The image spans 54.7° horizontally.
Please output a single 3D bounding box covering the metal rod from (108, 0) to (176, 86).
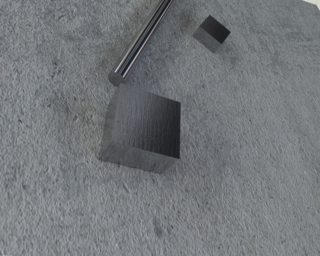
[{"bbox_3d":[-0.010,-0.173,0.505,0.025,0.025,0.301,31,51,-9],"label":"metal rod"}]

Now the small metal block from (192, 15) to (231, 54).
[{"bbox_3d":[0.094,-0.170,0.561,0.050,0.025,0.050,39,51,-3],"label":"small metal block"}]

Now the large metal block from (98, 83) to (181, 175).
[{"bbox_3d":[-0.023,0.003,0.375,0.081,0.050,0.080,16,55,-19],"label":"large metal block"}]
